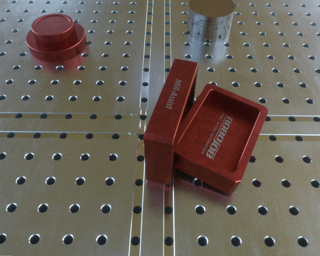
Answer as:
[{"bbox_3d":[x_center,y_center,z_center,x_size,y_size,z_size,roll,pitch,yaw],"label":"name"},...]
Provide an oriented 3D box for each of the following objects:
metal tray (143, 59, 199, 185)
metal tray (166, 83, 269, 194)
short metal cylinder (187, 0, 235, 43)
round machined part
[{"bbox_3d":[0.015,-0.009,0.373,0.030,0.089,0.130,12,51,10],"label":"metal tray"},{"bbox_3d":[0.074,0.007,0.390,0.090,0.030,0.130,26,53,11],"label":"metal tray"},{"bbox_3d":[0.091,-0.199,0.560,0.081,0.050,0.080,0,50,0],"label":"short metal cylinder"},{"bbox_3d":[-0.178,-0.159,0.528,0.099,0.042,0.098,0,50,0],"label":"round machined part"}]
